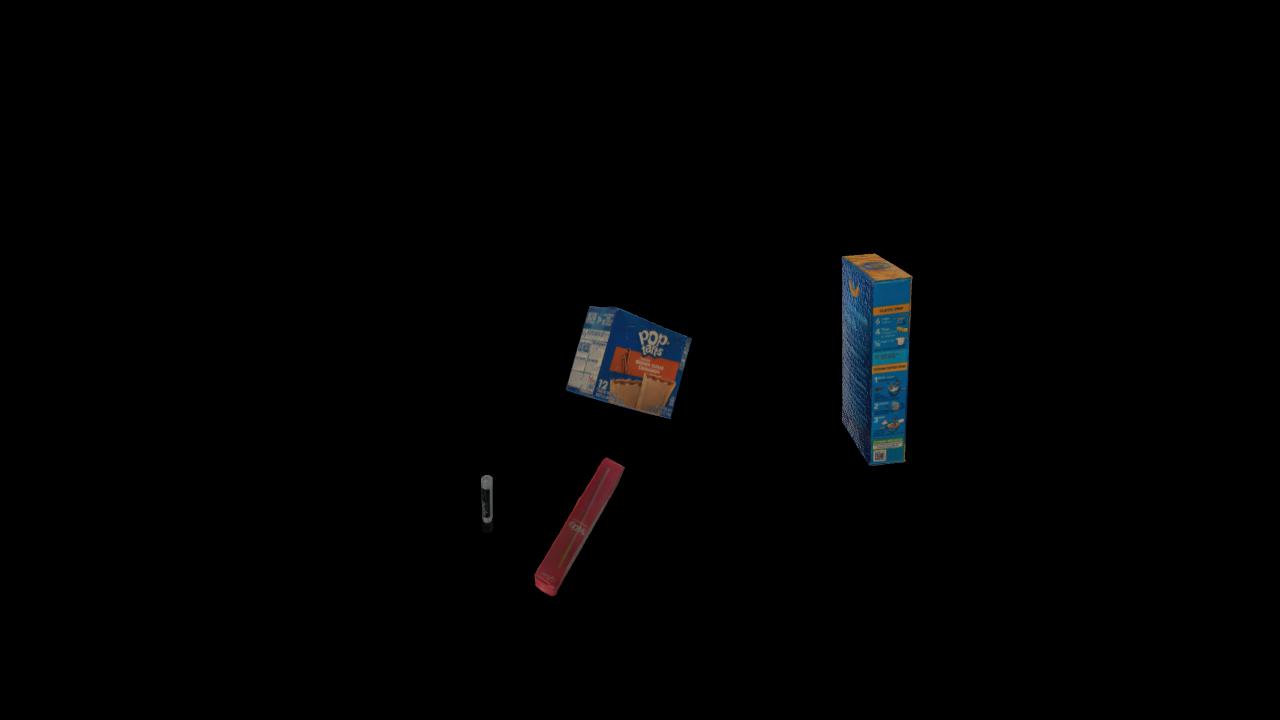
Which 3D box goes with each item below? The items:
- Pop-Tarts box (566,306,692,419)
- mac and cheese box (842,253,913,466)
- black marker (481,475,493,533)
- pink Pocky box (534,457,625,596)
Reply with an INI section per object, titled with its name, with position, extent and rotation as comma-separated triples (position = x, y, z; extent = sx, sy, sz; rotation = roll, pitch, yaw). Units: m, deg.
[Pop-Tarts box]
position = -0.014, 0.006, 0.985
extent = 0.167, 0.141, 0.083
rotation = 20, -7, -40
[mac and cheese box]
position = 0.225, -0.002, 0.594
extent = 0.041, 0.184, 0.093
rotation = -6, 23, 4
[black marker]
position = -0.254, 0.242, 1.022
extent = 0.020, 0.121, 0.020
rotation = 6, 31, -3
[pink Pocky box]
position = -0.070, 0.193, 0.711
extent = 0.029, 0.155, 0.084
rotation = 29, -27, 6
